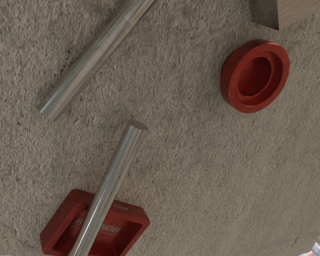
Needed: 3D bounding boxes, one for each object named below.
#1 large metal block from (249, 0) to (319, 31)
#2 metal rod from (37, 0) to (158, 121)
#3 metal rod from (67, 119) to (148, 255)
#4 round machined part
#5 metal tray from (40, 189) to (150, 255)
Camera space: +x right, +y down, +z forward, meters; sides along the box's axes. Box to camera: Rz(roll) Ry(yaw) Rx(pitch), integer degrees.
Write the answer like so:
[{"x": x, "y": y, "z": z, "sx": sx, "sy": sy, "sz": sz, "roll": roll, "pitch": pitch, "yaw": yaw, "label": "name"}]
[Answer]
[{"x": 0.153, "y": -0.175, "z": 0.368, "sx": 0.080, "sy": 0.050, "sz": 0.080, "roll": -30, "pitch": 129, "yaw": -10, "label": "large metal block"}, {"x": -0.022, "y": -0.127, "z": 0.317, "sx": 0.299, "sy": 0.025, "sz": 0.025, "roll": -49, "pitch": 129, "yaw": 6, "label": "metal rod"}, {"x": -0.088, "y": 0.124, "z": 0.397, "sx": 0.025, "sy": 0.025, "sz": 0.298, "roll": 14, "pitch": 111, "yaw": -34, "label": "metal rod"}, {"x": 0.122, "y": -0.072, "z": 0.420, "sx": 0.099, "sy": 0.042, "sz": 0.097, "roll": -14, "pitch": 125, "yaw": -21, "label": "round machined part"}, {"x": -0.090, "y": 0.145, "z": 0.445, "sx": 0.131, "sy": 0.030, "sz": 0.090, "roll": 28, "pitch": 103, "yaw": -38, "label": "metal tray"}]
